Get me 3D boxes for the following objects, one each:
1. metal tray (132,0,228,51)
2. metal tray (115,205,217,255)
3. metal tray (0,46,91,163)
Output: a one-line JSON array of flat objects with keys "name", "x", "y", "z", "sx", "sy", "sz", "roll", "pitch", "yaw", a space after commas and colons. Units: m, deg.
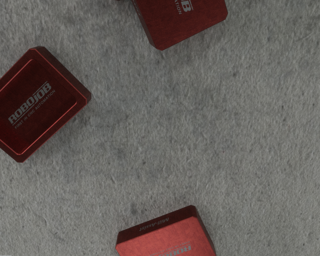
[{"name": "metal tray", "x": 0.010, "y": -0.160, "z": 0.325, "sx": 0.090, "sy": 0.030, "sz": 0.129, "roll": -28, "pitch": 121, "yaw": -3}, {"name": "metal tray", "x": 0.010, "y": 0.182, "z": 0.474, "sx": 0.130, "sy": 0.030, "sz": 0.090, "roll": -23, "pitch": 109, "yaw": 7}, {"name": "metal tray", "x": -0.165, "y": -0.028, "z": 0.394, "sx": 0.130, "sy": 0.030, "sz": 0.090, "roll": -40, "pitch": 106, "yaw": 13}]
